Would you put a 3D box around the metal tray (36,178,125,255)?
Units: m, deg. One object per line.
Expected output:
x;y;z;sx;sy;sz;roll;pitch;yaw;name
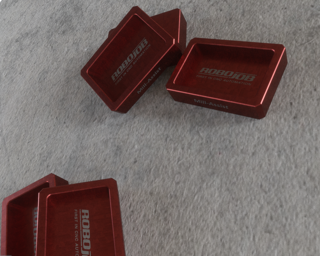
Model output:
-0.086;0.125;0.343;0.091;0.030;0.130;-8;54;-8;metal tray

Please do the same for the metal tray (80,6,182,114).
-0.044;-0.096;0.445;0.130;0.030;0.090;-47;68;12;metal tray

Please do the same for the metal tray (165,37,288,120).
0.083;-0.068;0.398;0.130;0.030;0.090;16;70;34;metal tray

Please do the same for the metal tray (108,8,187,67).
-0.025;-0.132;0.493;0.130;0.030;0.090;-9;58;22;metal tray

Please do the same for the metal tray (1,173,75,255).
-0.158;0.134;0.398;0.090;0.030;0.130;-28;52;10;metal tray
